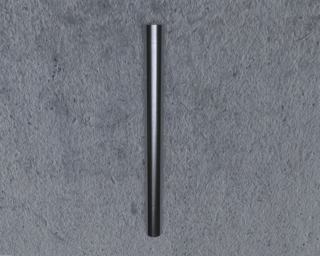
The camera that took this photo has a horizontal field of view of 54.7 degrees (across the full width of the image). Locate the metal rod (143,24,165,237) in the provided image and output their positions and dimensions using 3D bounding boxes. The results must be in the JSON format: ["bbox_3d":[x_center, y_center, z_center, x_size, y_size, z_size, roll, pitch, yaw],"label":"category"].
[{"bbox_3d":[-0.008,0.017,0.417,0.025,0.025,0.298,0,110,-1],"label":"metal rod"}]
